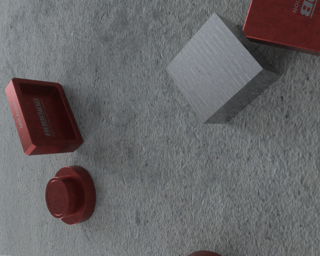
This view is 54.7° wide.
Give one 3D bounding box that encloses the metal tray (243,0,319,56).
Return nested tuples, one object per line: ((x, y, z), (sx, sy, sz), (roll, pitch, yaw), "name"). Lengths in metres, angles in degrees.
((0.137, -0.134, 0.271), (0.090, 0.030, 0.129), (19, 102, 19), "metal tray")

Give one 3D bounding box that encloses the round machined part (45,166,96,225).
((-0.155, 0.113, 0.519), (0.098, 0.042, 0.097), (0, 90, 39), "round machined part")

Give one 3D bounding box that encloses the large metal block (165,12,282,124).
((0.066, -0.060, 0.333), (0.080, 0.050, 0.080), (-45, 63, 30), "large metal block")

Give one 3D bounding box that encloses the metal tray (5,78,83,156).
((-0.193, -0.020, 0.518), (0.030, 0.091, 0.130), (-40, 66, 33), "metal tray")

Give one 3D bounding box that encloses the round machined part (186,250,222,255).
((0.059, 0.186, 0.344), (0.098, 0.042, 0.097), (0, 90, 39), "round machined part")
